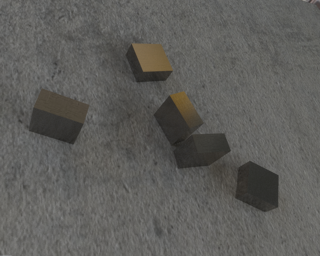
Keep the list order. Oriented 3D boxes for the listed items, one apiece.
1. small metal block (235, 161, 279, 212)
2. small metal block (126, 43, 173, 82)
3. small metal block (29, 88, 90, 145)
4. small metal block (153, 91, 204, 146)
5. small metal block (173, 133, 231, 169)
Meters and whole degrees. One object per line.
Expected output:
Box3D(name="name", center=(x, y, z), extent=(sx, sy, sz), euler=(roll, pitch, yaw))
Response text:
Box3D(name="small metal block", center=(0.135, 0.081, 0.430), extent=(0.050, 0.025, 0.050), euler=(27, 52, -12))
Box3D(name="small metal block", center=(-0.016, -0.096, 0.456), extent=(0.050, 0.025, 0.050), euler=(-9, 66, -32))
Box3D(name="small metal block", center=(-0.110, -0.011, 0.336), extent=(0.050, 0.050, 0.025), euler=(20, 54, -17))
Box3D(name="small metal block", center=(0.023, -0.012, 0.409), extent=(0.025, 0.050, 0.050), euler=(-19, 72, -36))
Box3D(name="small metal block", center=(0.053, 0.030, 0.400), extent=(0.050, 0.050, 0.025), euler=(-1, 63, -29))
